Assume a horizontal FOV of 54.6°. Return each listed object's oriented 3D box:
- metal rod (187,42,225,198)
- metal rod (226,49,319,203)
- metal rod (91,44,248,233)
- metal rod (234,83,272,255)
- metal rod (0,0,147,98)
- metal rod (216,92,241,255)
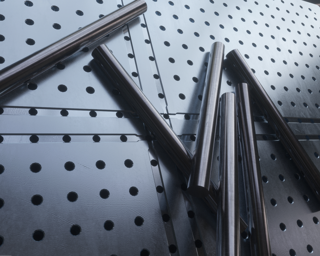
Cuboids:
[{"bbox_3d":[0.073,-0.035,0.448,0.025,0.025,0.300,27,46,-12],"label":"metal rod"},{"bbox_3d":[0.197,-0.007,0.517,0.025,0.025,0.299,-17,70,-34],"label":"metal rod"},{"bbox_3d":[0.007,0.010,0.405,0.025,0.025,0.300,-31,79,-38],"label":"metal rod"},{"bbox_3d":[0.130,0.058,0.441,0.025,0.025,0.300,16,55,-19],"label":"metal rod"},{"bbox_3d":[-0.112,-0.117,0.419,0.025,0.025,0.301,43,51,1],"label":"metal rod"},{"bbox_3d":[0.086,0.057,0.390,0.025,0.025,0.300,25,44,-13],"label":"metal rod"}]
